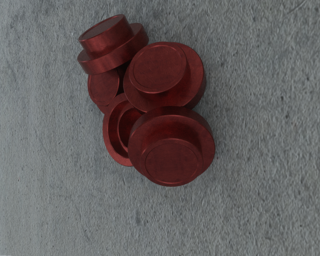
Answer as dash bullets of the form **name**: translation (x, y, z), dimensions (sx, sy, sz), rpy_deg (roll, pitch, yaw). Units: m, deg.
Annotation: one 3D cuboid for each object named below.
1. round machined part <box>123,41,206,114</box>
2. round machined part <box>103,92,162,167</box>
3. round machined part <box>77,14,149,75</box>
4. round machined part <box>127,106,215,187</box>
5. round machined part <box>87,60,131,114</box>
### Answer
- **round machined part**: translation (0.002, -0.061, 0.363), dimensions (0.098, 0.042, 0.098), rpy_deg (-6, 66, 14)
- **round machined part**: translation (-0.029, 0.001, 0.417), dimensions (0.098, 0.042, 0.097), rpy_deg (0, 90, 39)
- **round machined part**: translation (-0.068, -0.116, 0.411), dimensions (0.098, 0.098, 0.042), rpy_deg (1, 133, 39)
- **round machined part**: translation (0.013, 0.027, 0.347), dimensions (0.097, 0.098, 0.042), rpy_deg (-50, 20, 28)
- **round machined part**: translation (-0.068, -0.065, 0.451), dimensions (0.098, 0.042, 0.097), rpy_deg (0, 90, 39)
